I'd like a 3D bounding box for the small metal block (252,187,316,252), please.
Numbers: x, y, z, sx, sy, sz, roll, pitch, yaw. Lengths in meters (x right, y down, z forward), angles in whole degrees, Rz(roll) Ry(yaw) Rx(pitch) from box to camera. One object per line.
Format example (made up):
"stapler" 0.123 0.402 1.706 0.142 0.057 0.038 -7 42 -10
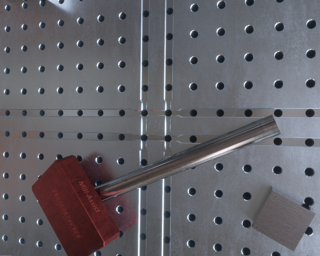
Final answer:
"small metal block" 0.143 0.105 0.362 0.050 0.025 0.050 28 99 17

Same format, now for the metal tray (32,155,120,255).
"metal tray" -0.122 0.115 0.437 0.090 0.030 0.130 -41 77 34

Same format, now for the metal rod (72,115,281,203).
"metal rod" 0.006 0.053 0.409 0.300 0.025 0.025 -24 82 18
